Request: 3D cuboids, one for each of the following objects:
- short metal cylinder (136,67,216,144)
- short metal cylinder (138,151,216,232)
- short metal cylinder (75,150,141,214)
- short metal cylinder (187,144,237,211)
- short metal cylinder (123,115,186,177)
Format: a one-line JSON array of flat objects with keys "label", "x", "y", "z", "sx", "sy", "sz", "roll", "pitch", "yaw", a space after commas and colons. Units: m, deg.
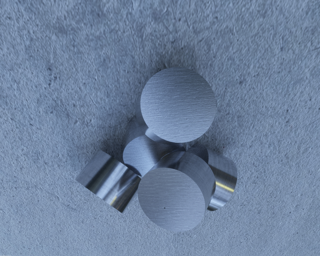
[{"label": "short metal cylinder", "x": 0.015, "y": -0.022, "z": 0.346, "sx": 0.081, "sy": 0.080, "sz": 0.050, "roll": 10, "pitch": 173, "yaw": -9}, {"label": "short metal cylinder", "x": 0.021, "y": 0.074, "z": 0.367, "sx": 0.080, "sy": 0.050, "sz": 0.079, "roll": 7, "pitch": 110, "yaw": 21}, {"label": "short metal cylinder", "x": -0.069, "y": 0.074, "z": 0.427, "sx": 0.080, "sy": 0.050, "sz": 0.080, "roll": 33, "pitch": 164, "yaw": 11}, {"label": "short metal cylinder", "x": 0.060, "y": 0.069, "z": 0.431, "sx": 0.050, "sy": 0.080, "sz": 0.080, "roll": 28, "pitch": 125, "yaw": -22}, {"label": "short metal cylinder", "x": -0.007, "y": 0.021, "z": 0.410, "sx": 0.081, "sy": 0.050, "sz": 0.079, "roll": -1, "pitch": 130, "yaw": 0}]
